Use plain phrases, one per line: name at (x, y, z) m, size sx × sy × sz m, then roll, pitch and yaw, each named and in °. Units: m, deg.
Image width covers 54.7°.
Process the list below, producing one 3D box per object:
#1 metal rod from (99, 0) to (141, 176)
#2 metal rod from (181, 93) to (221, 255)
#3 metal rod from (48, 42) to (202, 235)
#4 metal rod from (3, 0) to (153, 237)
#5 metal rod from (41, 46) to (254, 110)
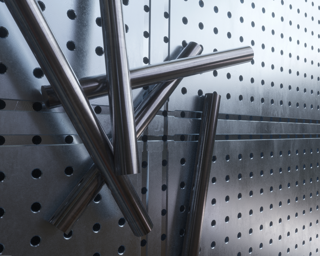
metal rod at (-0.049, -0.100, 0.334) m, size 0.025 × 0.025 × 0.298 m, roll 0°, pitch 79°, yaw -40°
metal rod at (0.058, 0.095, 0.460) m, size 0.025 × 0.025 × 0.298 m, roll 16°, pitch 80°, yaw -39°
metal rod at (-0.028, -0.006, 0.387) m, size 0.025 × 0.025 × 0.301 m, roll 51°, pitch 60°, yaw -28°
metal rod at (-0.077, -0.010, 0.310) m, size 0.025 × 0.025 × 0.299 m, roll -38°, pitch 114°, yaw -34°
metal rod at (0.008, -0.071, 0.390) m, size 0.302 × 0.025 × 0.025 m, roll -18°, pitch 102°, yaw -30°
